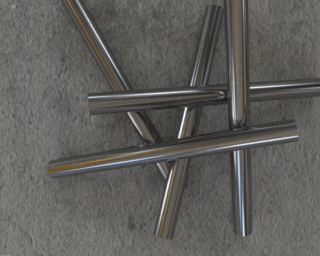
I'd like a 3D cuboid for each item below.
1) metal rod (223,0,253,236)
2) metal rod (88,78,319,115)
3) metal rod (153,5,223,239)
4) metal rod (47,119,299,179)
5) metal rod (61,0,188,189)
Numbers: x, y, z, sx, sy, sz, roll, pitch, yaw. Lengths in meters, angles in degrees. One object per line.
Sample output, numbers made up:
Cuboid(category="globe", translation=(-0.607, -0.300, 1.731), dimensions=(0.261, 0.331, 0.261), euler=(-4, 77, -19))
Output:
Cuboid(category="metal rod", translation=(0.094, -0.004, 0.366), dimensions=(0.025, 0.025, 0.298), euler=(-7, 108, 0))
Cuboid(category="metal rod", translation=(0.068, -0.040, 0.376), dimensions=(0.302, 0.025, 0.025), euler=(-6, 90, -14))
Cuboid(category="metal rod", translation=(0.039, -0.013, 0.394), dimensions=(0.025, 0.025, 0.299), euler=(14, 83, -1))
Cuboid(category="metal rod", translation=(0.002, 0.028, 0.369), dimensions=(0.301, 0.025, 0.025), euler=(-10, 90, 15))
Cuboid(category="metal rod", translation=(-0.048, -0.048, 0.409), dimensions=(0.025, 0.025, 0.299), euler=(-30, 90, 0))
